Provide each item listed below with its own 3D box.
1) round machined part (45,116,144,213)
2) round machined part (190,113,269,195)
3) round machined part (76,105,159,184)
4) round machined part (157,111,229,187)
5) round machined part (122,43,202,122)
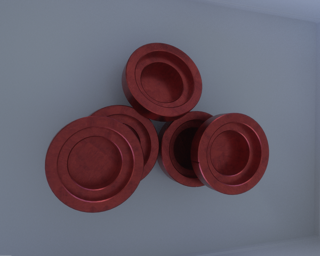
[{"bbox_3d":[-0.070,0.036,0.330,0.099,0.042,0.097,0,90,-20],"label":"round machined part"},{"bbox_3d":[0.082,0.031,0.386,0.099,0.042,0.097,0,90,-20],"label":"round machined part"},{"bbox_3d":[-0.054,0.022,0.380,0.099,0.042,0.097,0,90,-20],"label":"round machined part"},{"bbox_3d":[0.040,0.027,0.415,0.099,0.042,0.097,0,90,-20],"label":"round machined part"},{"bbox_3d":[0.000,-0.053,0.389,0.099,0.042,0.098,7,70,-19],"label":"round machined part"}]
